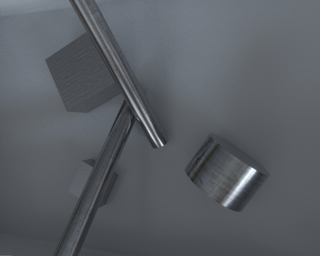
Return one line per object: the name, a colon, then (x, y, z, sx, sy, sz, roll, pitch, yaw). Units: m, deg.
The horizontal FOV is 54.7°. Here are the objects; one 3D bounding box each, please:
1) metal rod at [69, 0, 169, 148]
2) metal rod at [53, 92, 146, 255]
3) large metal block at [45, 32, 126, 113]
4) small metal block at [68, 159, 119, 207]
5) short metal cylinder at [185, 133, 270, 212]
metal rod: (-0.065, -0.102, 0.356, 0.025, 0.025, 0.299, -21, 113, 19)
metal rod: (-0.081, 0.081, 0.366, 0.025, 0.025, 0.300, 13, 66, 19)
large metal block: (-0.099, -0.075, 0.431, 0.080, 0.050, 0.080, -27, 81, 17)
small metal block: (-0.095, 0.079, 0.443, 0.050, 0.025, 0.050, 27, 99, 17)
short metal cylinder: (0.076, 0.049, 0.354, 0.080, 0.080, 0.050, 37, 102, 16)
